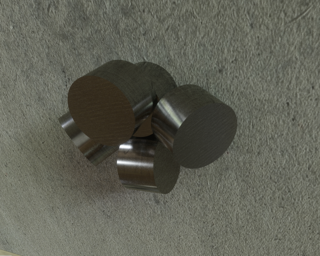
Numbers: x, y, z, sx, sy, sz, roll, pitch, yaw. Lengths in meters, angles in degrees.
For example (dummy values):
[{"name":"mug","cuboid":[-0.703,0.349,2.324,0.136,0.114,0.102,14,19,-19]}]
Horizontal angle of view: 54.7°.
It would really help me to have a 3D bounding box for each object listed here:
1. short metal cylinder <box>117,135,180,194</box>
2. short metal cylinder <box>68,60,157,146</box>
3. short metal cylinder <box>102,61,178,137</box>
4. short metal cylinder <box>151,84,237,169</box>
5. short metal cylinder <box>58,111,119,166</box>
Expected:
[{"name":"short metal cylinder","cuboid":[-0.012,0.043,0.403,0.050,0.080,0.079,2,119,27]},{"name":"short metal cylinder","cuboid":[-0.051,-0.027,0.335,0.080,0.050,0.079,13,124,20]},{"name":"short metal cylinder","cuboid":[-0.023,-0.036,0.381,0.080,0.050,0.079,13,124,20]},{"name":"short metal cylinder","cuboid":[0.037,-0.002,0.343,0.050,0.081,0.079,46,143,49]},{"name":"short metal cylinder","cuboid":[-0.089,0.004,0.414,0.080,0.050,0.080,51,172,11]}]
